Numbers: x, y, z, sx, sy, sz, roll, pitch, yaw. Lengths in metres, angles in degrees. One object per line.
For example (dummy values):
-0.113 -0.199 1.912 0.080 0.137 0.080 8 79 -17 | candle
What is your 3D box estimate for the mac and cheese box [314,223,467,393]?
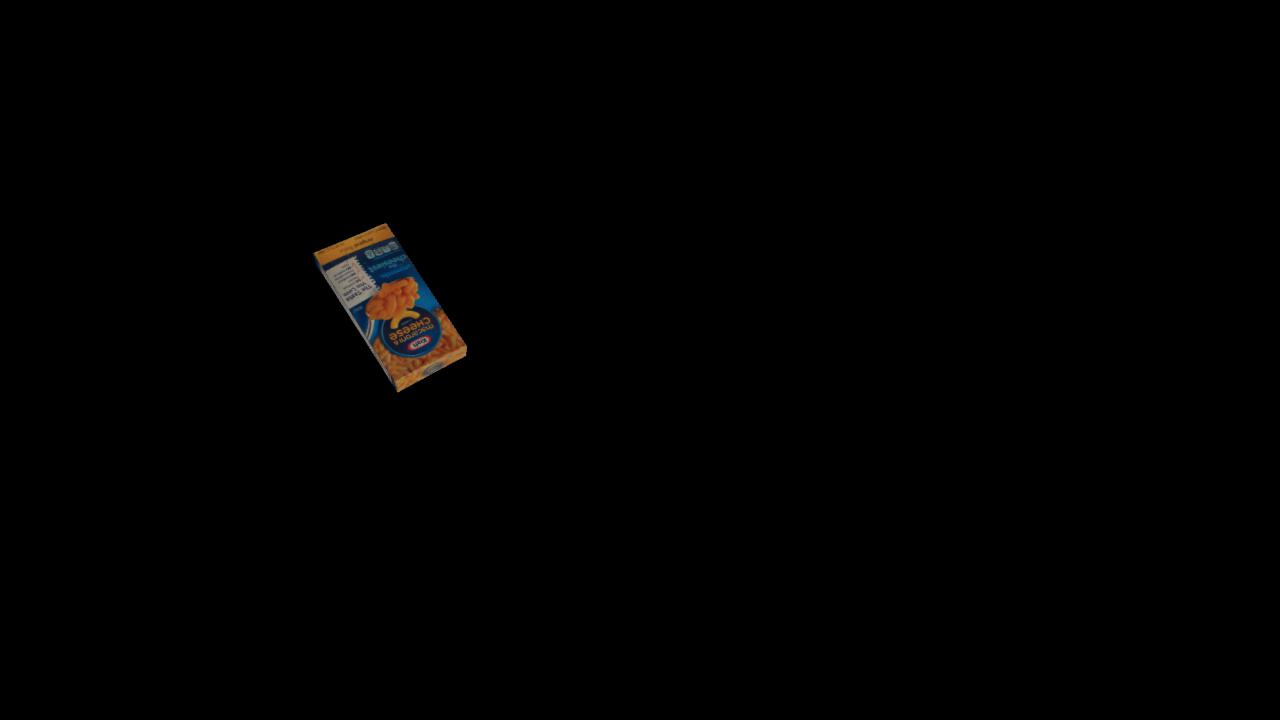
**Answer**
-0.292 -0.064 0.723 0.093 0.184 0.041 -32 -8 -27 | mac and cheese box
